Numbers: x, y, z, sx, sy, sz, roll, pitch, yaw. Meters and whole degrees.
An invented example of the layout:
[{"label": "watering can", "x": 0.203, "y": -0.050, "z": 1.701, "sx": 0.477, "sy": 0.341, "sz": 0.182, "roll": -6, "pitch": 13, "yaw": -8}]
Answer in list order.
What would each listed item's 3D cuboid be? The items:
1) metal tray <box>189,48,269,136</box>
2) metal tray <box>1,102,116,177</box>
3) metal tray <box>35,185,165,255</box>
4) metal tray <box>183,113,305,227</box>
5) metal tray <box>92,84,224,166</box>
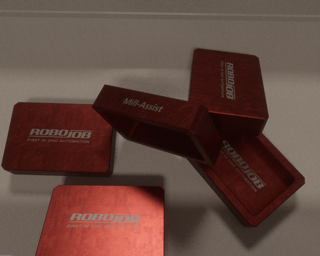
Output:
[{"label": "metal tray", "x": 0.084, "y": -0.051, "z": 0.400, "sx": 0.091, "sy": 0.030, "sz": 0.130, "roll": 8, "pitch": 46, "yaw": 2}, {"label": "metal tray", "x": -0.125, "y": 0.015, "z": 0.400, "sx": 0.131, "sy": 0.030, "sz": 0.090, "roll": 2, "pitch": 70, "yaw": 0}, {"label": "metal tray", "x": -0.061, "y": 0.111, "z": 0.349, "sx": 0.131, "sy": 0.030, "sz": 0.090, "roll": 1, "pitch": 48, "yaw": 0}, {"label": "metal tray", "x": 0.101, "y": 0.046, "z": 0.391, "sx": 0.090, "sy": 0.030, "sz": 0.130, "roll": -36, "pitch": 74, "yaw": -13}, {"label": "metal tray", "x": -0.002, "y": -0.003, "z": 0.352, "sx": 0.130, "sy": 0.090, "sz": 0.030, "roll": 15, "pitch": 69, "yaw": 30}]
